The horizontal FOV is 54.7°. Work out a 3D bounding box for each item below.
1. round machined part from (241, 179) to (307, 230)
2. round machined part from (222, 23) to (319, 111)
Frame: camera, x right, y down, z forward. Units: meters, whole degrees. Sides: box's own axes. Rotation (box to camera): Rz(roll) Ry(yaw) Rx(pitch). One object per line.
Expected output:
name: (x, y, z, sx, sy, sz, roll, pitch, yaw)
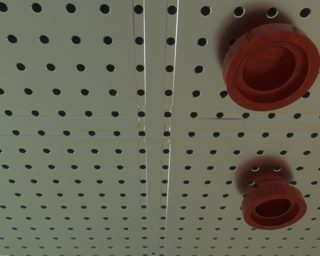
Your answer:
round machined part: (0.182, 0.122, 0.507, 0.099, 0.042, 0.097, -1, 130, 0)
round machined part: (0.118, -0.069, 0.343, 0.099, 0.042, 0.097, -1, 130, 0)
